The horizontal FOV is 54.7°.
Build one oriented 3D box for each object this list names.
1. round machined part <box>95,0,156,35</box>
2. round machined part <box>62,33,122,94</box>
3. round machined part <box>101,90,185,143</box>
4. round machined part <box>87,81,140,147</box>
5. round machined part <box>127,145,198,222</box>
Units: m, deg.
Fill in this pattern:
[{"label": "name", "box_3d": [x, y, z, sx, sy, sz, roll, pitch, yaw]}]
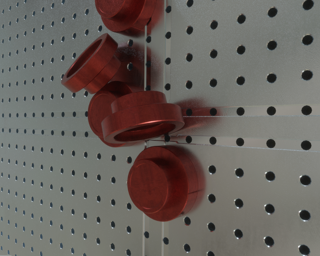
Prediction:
[{"label": "round machined part", "box_3d": [-0.055, -0.186, 0.442, 0.098, 0.042, 0.097, 0, 90, 39]}, {"label": "round machined part", "box_3d": [-0.095, -0.088, 0.453, 0.098, 0.042, 0.098, -35, 29, 24]}, {"label": "round machined part", "box_3d": [-0.023, -0.014, 0.379, 0.098, 0.099, 0.042, -22, 74, 37]}, {"label": "round machined part", "box_3d": [-0.068, -0.020, 0.452, 0.098, 0.042, 0.097, 0, 90, 39]}, {"label": "round machined part", "box_3d": [-0.004, 0.072, 0.400, 0.098, 0.042, 0.097, 0, 90, 39]}]
